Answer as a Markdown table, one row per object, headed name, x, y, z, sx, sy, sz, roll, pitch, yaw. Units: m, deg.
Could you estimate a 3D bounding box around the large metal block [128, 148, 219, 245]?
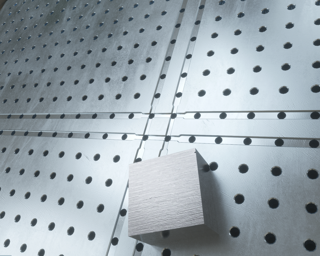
| name | x | y | z | sx | sy | sz | roll | pitch | yaw |
| --- | --- | --- | --- | --- | --- | --- | --- | --- | --- |
| large metal block | 0.013 | 0.077 | 0.339 | 0.080 | 0.050 | 0.080 | -16 | 55 | 19 |
